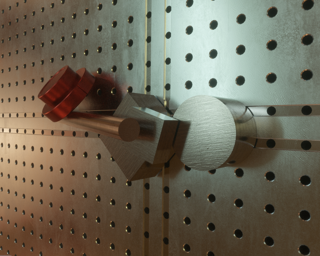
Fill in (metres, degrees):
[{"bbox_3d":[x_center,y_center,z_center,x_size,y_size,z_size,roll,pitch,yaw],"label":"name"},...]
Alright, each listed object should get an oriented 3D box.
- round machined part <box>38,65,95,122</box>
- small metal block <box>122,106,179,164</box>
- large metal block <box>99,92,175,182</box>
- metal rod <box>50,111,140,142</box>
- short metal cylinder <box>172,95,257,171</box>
[{"bbox_3d":[-0.152,-0.060,0.485,0.098,0.042,0.098,-33,31,23],"label":"round machined part"},{"bbox_3d":[-0.012,0.007,0.349,0.050,0.025,0.050,24,105,37],"label":"small metal block"},{"bbox_3d":[-0.024,0.011,0.408,0.080,0.050,0.080,51,120,27],"label":"large metal block"},{"bbox_3d":[-0.114,-0.012,0.444,0.300,0.025,0.025,10,96,56],"label":"metal rod"},{"bbox_3d":[0.058,0.005,0.343,0.080,0.050,0.079,0,90,39],"label":"short metal cylinder"}]
